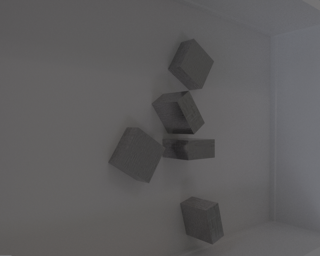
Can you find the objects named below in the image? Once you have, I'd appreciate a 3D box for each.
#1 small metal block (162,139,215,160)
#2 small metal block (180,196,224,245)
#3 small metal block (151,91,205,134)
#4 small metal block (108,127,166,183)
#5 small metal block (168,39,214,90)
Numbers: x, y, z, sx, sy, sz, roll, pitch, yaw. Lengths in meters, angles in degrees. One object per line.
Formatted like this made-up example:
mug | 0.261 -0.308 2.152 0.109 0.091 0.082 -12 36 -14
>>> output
small metal block | 0.039 0.028 0.423 0.050 0.050 0.025 -1 91 -40
small metal block | 0.059 0.130 0.440 0.025 0.050 0.050 -19 103 -38
small metal block | 0.024 -0.019 0.410 0.025 0.050 0.050 -44 117 -31
small metal block | -0.028 0.034 0.383 0.050 0.025 0.050 39 66 -33
small metal block | 0.045 -0.090 0.444 0.050 0.025 0.050 38 67 -33
